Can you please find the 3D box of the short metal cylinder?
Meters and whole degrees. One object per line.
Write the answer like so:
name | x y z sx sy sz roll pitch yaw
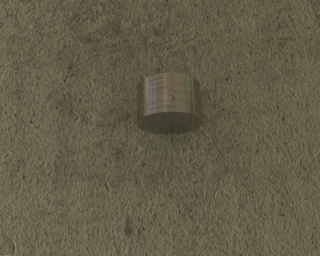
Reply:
short metal cylinder | 0.012 -0.028 0.391 0.081 0.080 0.050 -1 70 -1
